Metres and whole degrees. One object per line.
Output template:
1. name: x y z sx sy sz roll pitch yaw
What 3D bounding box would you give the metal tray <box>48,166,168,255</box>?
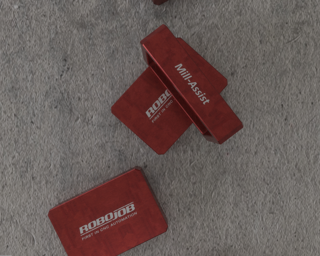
1. metal tray: -0.066 0.118 0.407 0.131 0.030 0.090 -26 90 0

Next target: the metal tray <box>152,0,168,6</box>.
1. metal tray: 0.003 -0.242 0.407 0.090 0.030 0.130 -28 90 0

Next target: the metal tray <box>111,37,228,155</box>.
1. metal tray: 0.012 -0.041 0.407 0.090 0.030 0.130 42 90 0

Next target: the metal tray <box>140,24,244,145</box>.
1. metal tray: 0.032 -0.043 0.346 0.030 0.090 0.130 -38 90 0
